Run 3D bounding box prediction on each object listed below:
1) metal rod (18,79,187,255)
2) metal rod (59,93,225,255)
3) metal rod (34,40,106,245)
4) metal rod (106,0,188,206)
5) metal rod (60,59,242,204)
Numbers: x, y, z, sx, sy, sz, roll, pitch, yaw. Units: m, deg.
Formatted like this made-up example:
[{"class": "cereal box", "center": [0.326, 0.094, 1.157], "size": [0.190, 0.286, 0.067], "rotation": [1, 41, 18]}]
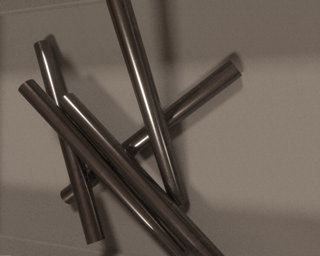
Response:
[{"class": "metal rod", "center": [-0.076, 0.052, 0.408], "size": [0.025, 0.025, 0.300], "rotation": [-44, 87, 14]}, {"class": "metal rod", "center": [-0.024, 0.066, 0.392], "size": [0.300, 0.025, 0.025], "rotation": [45, 104, 12]}, {"class": "metal rod", "center": [-0.130, 0.010, 0.436], "size": [0.025, 0.025, 0.299], "rotation": [-24, 75, 18]}, {"class": "metal rod", "center": [-0.016, -0.041, 0.355], "size": [0.025, 0.025, 0.298], "rotation": [-10, 110, 19]}, {"class": "metal rod", "center": [-0.022, 0.014, 0.417], "size": [0.300, 0.025, 0.025], "rotation": [-37, 78, 15]}]
